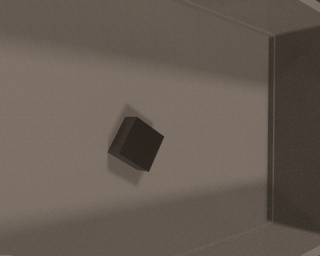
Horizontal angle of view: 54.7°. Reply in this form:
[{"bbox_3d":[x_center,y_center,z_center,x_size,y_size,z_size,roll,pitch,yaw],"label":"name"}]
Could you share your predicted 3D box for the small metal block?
[{"bbox_3d":[-0.029,0.020,0.384,0.050,0.025,0.050,37,67,-34],"label":"small metal block"}]
